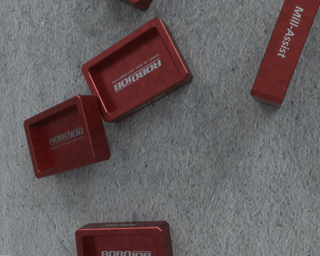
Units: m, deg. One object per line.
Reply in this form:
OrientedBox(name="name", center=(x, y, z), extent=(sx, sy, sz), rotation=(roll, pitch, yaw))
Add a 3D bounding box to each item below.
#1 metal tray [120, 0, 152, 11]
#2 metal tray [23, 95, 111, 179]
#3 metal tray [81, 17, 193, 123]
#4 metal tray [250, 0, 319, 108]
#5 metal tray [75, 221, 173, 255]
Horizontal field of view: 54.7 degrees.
OrientedBox(name="metal tray", center=(-0.030, -0.238, 0.417), extent=(0.090, 0.030, 0.129), rotation=(32, 100, 17))
OrientedBox(name="metal tray", center=(-0.134, 0.015, 0.436), extent=(0.130, 0.030, 0.090), rotation=(-18, 84, 33))
OrientedBox(name="metal tray", center=(-0.033, -0.074, 0.417), extent=(0.130, 0.030, 0.090), rotation=(-28, 81, 17))
OrientedBox(name="metal tray", center=(0.135, -0.088, 0.326), extent=(0.030, 0.090, 0.129), rotation=(21, 97, 19))
OrientedBox(name="metal tray", center=(-0.048, 0.177, 0.423), extent=(0.130, 0.030, 0.089), rotation=(-8, 87, 19))
